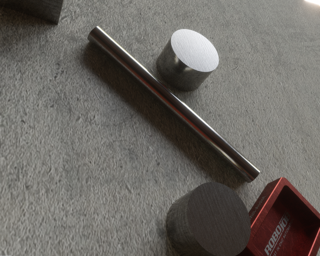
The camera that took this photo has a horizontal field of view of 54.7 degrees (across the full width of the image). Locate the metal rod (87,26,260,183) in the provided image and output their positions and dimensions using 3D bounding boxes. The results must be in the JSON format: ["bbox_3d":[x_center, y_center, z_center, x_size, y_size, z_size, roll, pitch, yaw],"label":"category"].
[{"bbox_3d":[0.019,-0.033,0.433,0.300,0.025,0.025,42,51,0],"label":"metal rod"}]

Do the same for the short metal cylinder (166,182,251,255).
[{"bbox_3d":[0.054,0.108,0.351,0.081,0.050,0.080,14,56,-21],"label":"short metal cylinder"}]

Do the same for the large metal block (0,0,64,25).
[{"bbox_3d":[-0.168,-0.198,0.418,0.081,0.050,0.080,14,56,-21],"label":"large metal block"}]

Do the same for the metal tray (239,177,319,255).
[{"bbox_3d":[0.157,0.137,0.400,0.090,0.030,0.131,47,51,5],"label":"metal tray"}]

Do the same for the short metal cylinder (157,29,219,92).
[{"bbox_3d":[0.042,-0.103,0.473,0.081,0.050,0.080,14,56,-21],"label":"short metal cylinder"}]
